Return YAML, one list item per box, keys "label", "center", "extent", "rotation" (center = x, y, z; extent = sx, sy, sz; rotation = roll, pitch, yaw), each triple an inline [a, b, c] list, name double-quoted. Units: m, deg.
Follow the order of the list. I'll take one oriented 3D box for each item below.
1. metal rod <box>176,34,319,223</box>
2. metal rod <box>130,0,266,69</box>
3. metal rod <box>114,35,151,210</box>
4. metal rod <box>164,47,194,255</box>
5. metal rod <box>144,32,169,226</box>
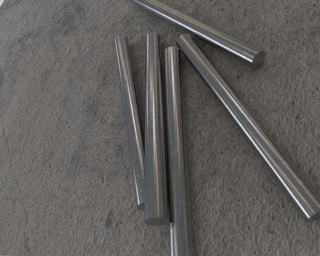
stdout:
- label: "metal rod"
  center: [0.089, -0.026, 0.372]
  extent: [0.025, 0.025, 0.300]
  rotation: [-33, 51, 7]
- label: "metal rod"
  center: [0.039, -0.165, 0.484]
  extent: [0.025, 0.025, 0.300]
  rotation: [-45, 51, -3]
- label: "metal rod"
  center: [-0.040, -0.030, 0.443]
  extent: [0.025, 0.025, 0.299]
  rotation: [-23, 53, 14]
- label: "metal rod"
  center: [0.020, 0.015, 0.384]
  extent: [0.025, 0.025, 0.299]
  rotation: [-14, 56, 20]
- label: "metal rod"
  center: [-0.007, -0.023, 0.409]
  extent: [0.025, 0.025, 0.300]
  rotation: [-16, 51, 19]
